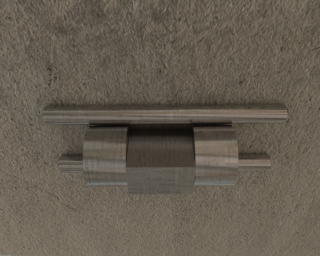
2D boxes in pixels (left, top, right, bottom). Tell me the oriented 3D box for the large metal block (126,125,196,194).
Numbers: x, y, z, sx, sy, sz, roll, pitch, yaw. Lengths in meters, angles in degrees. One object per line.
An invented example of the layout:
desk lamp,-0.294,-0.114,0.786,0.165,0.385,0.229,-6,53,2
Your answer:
large metal block,0.001,0.038,0.402,0.081,0.080,0.050,0,130,0

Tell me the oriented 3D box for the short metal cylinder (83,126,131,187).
short metal cylinder,-0.065,0.036,0.402,0.050,0.080,0.079,-1,130,0

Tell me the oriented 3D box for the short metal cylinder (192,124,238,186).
short metal cylinder,0.067,0.035,0.402,0.050,0.080,0.079,-1,130,0

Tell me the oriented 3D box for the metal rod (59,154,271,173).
metal rod,0.007,0.051,0.453,0.302,0.025,0.025,0,130,0

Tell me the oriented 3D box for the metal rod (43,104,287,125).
metal rod,0.007,-0.017,0.394,0.302,0.025,0.025,0,130,0
